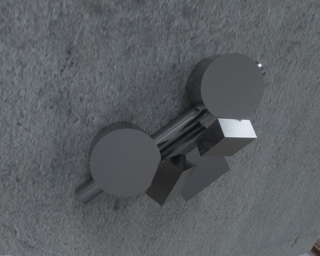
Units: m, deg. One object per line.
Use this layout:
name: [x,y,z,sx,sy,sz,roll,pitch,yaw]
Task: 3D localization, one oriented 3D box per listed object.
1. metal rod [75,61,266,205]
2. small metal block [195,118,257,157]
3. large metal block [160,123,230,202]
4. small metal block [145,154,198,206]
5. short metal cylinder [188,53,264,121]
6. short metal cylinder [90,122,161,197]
metal rod: [0.018,0.004,0.421,0.301,0.025,0.025,-36,129,-5]
small metal block: [0.080,0.013,0.381,0.050,0.025,0.050,2,148,-30]
large metal block: [0.043,0.046,0.444,0.080,0.050,0.080,-36,130,-5]
small metal block: [0.015,0.061,0.376,0.050,0.025,0.050,-61,159,16]
short metal cylinder: [0.081,-0.051,0.387,0.081,0.050,0.079,-2,100,-12]
short metal cylinder: [-0.043,0.036,0.374,0.081,0.050,0.079,-2,100,-13]
